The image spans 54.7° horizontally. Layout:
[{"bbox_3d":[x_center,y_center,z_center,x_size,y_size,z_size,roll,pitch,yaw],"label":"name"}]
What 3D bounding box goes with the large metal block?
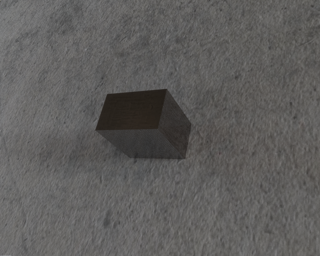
[{"bbox_3d":[-0.016,-0.001,0.377,0.080,0.080,0.050,-2,61,27],"label":"large metal block"}]
